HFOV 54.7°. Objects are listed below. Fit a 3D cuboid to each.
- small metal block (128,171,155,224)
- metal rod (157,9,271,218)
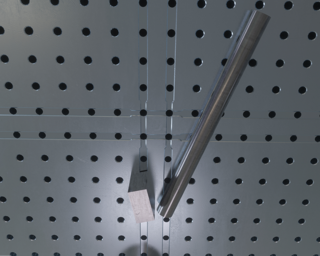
[{"bbox_3d":[-0.025,0.096,0.435,0.025,0.050,0.050,-11,110,4],"label":"small metal block"},{"bbox_3d":[0.063,-0.005,0.412,0.025,0.025,0.298,21,109,-8],"label":"metal rod"}]
